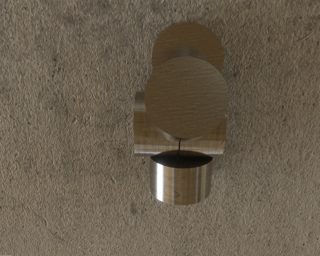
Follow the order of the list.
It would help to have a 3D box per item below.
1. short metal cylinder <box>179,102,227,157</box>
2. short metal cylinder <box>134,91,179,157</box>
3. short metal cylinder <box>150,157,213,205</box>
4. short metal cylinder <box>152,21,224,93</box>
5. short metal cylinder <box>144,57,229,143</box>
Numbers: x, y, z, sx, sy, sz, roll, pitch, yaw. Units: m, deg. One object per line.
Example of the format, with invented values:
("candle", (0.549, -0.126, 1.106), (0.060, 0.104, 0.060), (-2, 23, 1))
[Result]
("short metal cylinder", (0.048, -0.004, 0.380), (0.050, 0.080, 0.079), (0, 110, 0))
("short metal cylinder", (-0.004, -0.005, 0.380), (0.050, 0.080, 0.079), (1, 110, -1))
("short metal cylinder", (0.027, 0.056, 0.403), (0.081, 0.080, 0.050), (0, 110, -1))
("short metal cylinder", (0.031, -0.084, 0.368), (0.081, 0.050, 0.079), (0, 110, -1))
("short metal cylinder", (0.025, -0.026, 0.318), (0.081, 0.050, 0.080), (0, 82, -1))
